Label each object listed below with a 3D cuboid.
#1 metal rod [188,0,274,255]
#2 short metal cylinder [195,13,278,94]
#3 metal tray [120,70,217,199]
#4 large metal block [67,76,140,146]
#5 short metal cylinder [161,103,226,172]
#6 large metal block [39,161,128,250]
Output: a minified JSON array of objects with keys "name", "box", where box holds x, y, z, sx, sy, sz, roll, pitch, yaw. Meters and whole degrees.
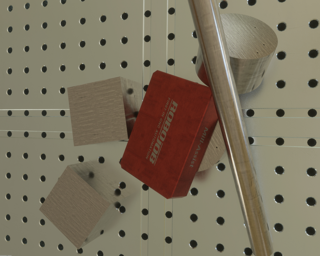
[{"name":"metal rod","box":[0.079,0.011,0.325,0.025,0.025,0.298,-11,109,20]},{"name":"short metal cylinder","box":[0.083,-0.084,0.348,0.081,0.050,0.080,2,52,-3]},{"name":"metal tray","box":[0.011,0.006,0.367,0.090,0.030,0.129,26,99,38]},{"name":"large metal block","box":[-0.074,-0.020,0.425,0.080,0.050,0.080,-8,87,20]},{"name":"short metal cylinder","box":[0.046,0.011,0.383,0.080,0.050,0.080,0,90,20]},{"name":"large metal block","box":[-0.108,0.106,0.437,0.080,0.050,0.080,38,102,16]}]
